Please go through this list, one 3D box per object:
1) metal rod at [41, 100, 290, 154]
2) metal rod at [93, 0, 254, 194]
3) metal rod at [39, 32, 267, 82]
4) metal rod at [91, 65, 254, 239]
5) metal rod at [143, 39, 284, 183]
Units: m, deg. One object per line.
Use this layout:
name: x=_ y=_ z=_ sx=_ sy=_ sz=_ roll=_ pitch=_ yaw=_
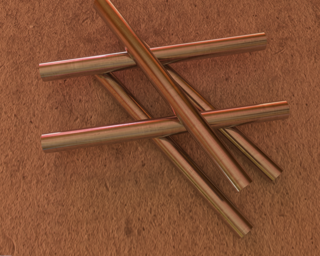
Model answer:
metal rod: x=0.010 y=-0.002 z=0.384 sx=0.302 sy=0.025 sz=0.025 roll=-8 pitch=70 yaw=-4
metal rod: x=0.006 y=-0.052 z=0.376 sx=0.025 sy=0.025 sz=0.299 roll=-33 pitch=74 yaw=-11
metal rod: x=-0.006 y=-0.097 z=0.418 sx=0.302 sy=0.025 sz=0.025 roll=-9 pitch=71 yaw=-4
metal rod: x=0.003 y=0.016 z=0.403 sx=0.025 sy=0.025 sz=0.300 roll=-39 pitch=75 yaw=-13
metal rod: x=0.044 y=-0.043 z=0.425 sx=0.025 sy=0.025 sz=0.300 roll=-41 pitch=75 yaw=-14
